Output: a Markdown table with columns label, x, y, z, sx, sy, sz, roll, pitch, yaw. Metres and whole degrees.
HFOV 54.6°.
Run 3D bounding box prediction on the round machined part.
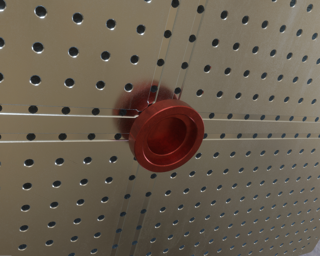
| label | x | y | z | sx | sy | sz | roll | pitch | yaw |
| --- | --- | --- | --- | --- | --- | --- | --- | --- | --- |
| round machined part | 0.005 | 0.006 | 0.405 | 0.099 | 0.042 | 0.097 | -14 | 124 | -21 |
